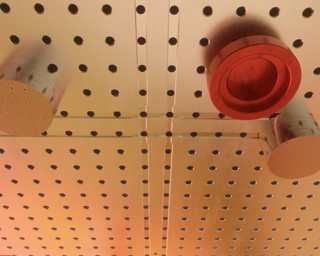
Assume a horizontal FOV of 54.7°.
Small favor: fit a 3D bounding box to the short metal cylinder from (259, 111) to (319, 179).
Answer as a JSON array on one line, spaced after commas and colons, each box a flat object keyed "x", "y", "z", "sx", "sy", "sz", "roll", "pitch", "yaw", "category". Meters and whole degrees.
[{"x": 0.180, "y": 0.023, "z": 0.417, "sx": 0.081, "sy": 0.050, "sz": 0.079, "roll": 0, "pitch": 130, "yaw": 0, "category": "short metal cylinder"}]

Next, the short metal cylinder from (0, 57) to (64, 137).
[{"x": -0.160, "y": -0.036, "z": 0.363, "sx": 0.081, "sy": 0.050, "sz": 0.079, "roll": 0, "pitch": 130, "yaw": 0, "category": "short metal cylinder"}]

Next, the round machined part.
[{"x": 0.102, "y": -0.059, "z": 0.351, "sx": 0.099, "sy": 0.042, "sz": 0.097, "roll": 0, "pitch": 130, "yaw": 0, "category": "round machined part"}]
